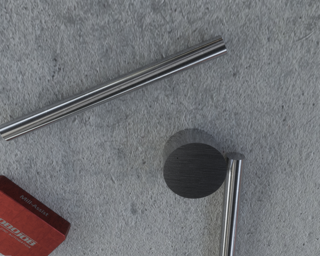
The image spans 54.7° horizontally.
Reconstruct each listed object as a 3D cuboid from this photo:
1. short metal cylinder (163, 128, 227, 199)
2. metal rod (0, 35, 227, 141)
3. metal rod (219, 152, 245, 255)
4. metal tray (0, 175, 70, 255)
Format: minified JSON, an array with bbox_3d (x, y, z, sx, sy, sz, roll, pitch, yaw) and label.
[{"bbox_3d":[0.044,0.047,0.414,0.081,0.050,0.079,0,110,-1],"label":"short metal cylinder"},{"bbox_3d":[-0.063,-0.047,0.391,0.301,0.025,0.025,-21,109,7],"label":"metal rod"},{"bbox_3d":[0.105,0.178,0.477,0.025,0.025,0.298,0,110,0],"label":"metal rod"},{"bbox_3d":[-0.212,0.142,0.456,0.130,0.030,0.090,42,104,-14],"label":"metal tray"}]
